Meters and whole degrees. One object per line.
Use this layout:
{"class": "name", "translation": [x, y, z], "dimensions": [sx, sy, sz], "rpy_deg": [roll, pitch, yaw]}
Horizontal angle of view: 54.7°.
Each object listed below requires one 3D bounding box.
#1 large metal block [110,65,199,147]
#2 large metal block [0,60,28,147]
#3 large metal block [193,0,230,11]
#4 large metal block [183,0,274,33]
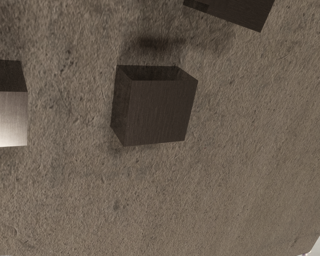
{"class": "large metal block", "translation": [-0.009, -0.028, 0.370], "dimensions": [0.081, 0.050, 0.079], "rpy_deg": [-4, 121, -27]}
{"class": "large metal block", "translation": [-0.162, -0.024, 0.268], "dimensions": [0.081, 0.080, 0.050], "rpy_deg": [-2, 120, -28]}
{"class": "large metal block", "translation": [0.034, -0.164, 0.290], "dimensions": [0.050, 0.080, 0.079], "rpy_deg": [4, 117, -31]}
{"class": "large metal block", "translation": [0.083, -0.159, 0.339], "dimensions": [0.081, 0.050, 0.079], "rpy_deg": [6, 116, -32]}
